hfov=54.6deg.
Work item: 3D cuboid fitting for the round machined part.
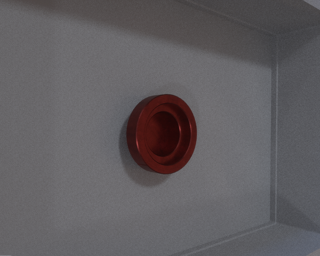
[{"bbox_3d":[-0.002,0.007,0.393,0.099,0.042,0.097,0,90,-40],"label":"round machined part"}]
